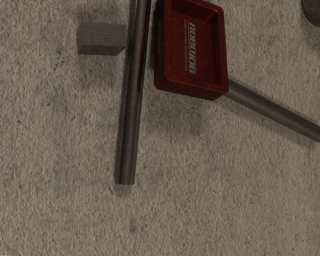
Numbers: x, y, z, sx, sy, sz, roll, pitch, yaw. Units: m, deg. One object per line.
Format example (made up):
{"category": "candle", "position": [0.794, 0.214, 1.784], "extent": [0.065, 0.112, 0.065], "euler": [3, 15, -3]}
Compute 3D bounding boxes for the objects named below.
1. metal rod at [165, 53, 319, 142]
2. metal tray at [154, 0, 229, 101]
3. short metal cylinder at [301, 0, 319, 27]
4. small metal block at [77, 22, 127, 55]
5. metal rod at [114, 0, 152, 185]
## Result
{"category": "metal rod", "position": [0.133, -0.043, 0.459], "extent": [0.302, 0.025, 0.025], "euler": [23, 82, -19]}
{"category": "metal tray", "position": [0.040, -0.106, 0.399], "extent": [0.091, 0.030, 0.129], "euler": [9, 70, -24]}
{"category": "short metal cylinder", "position": [0.279, -0.210, 0.501], "extent": [0.081, 0.050, 0.079], "euler": [0, 90, -21]}
{"category": "small metal block", "position": [-0.071, -0.105, 0.370], "extent": [0.050, 0.050, 0.025], "euler": [-3, 92, -20]}
{"category": "metal rod", "position": [-0.032, -0.078, 0.398], "extent": [0.025, 0.025, 0.298], "euler": [6, 88, -20]}
